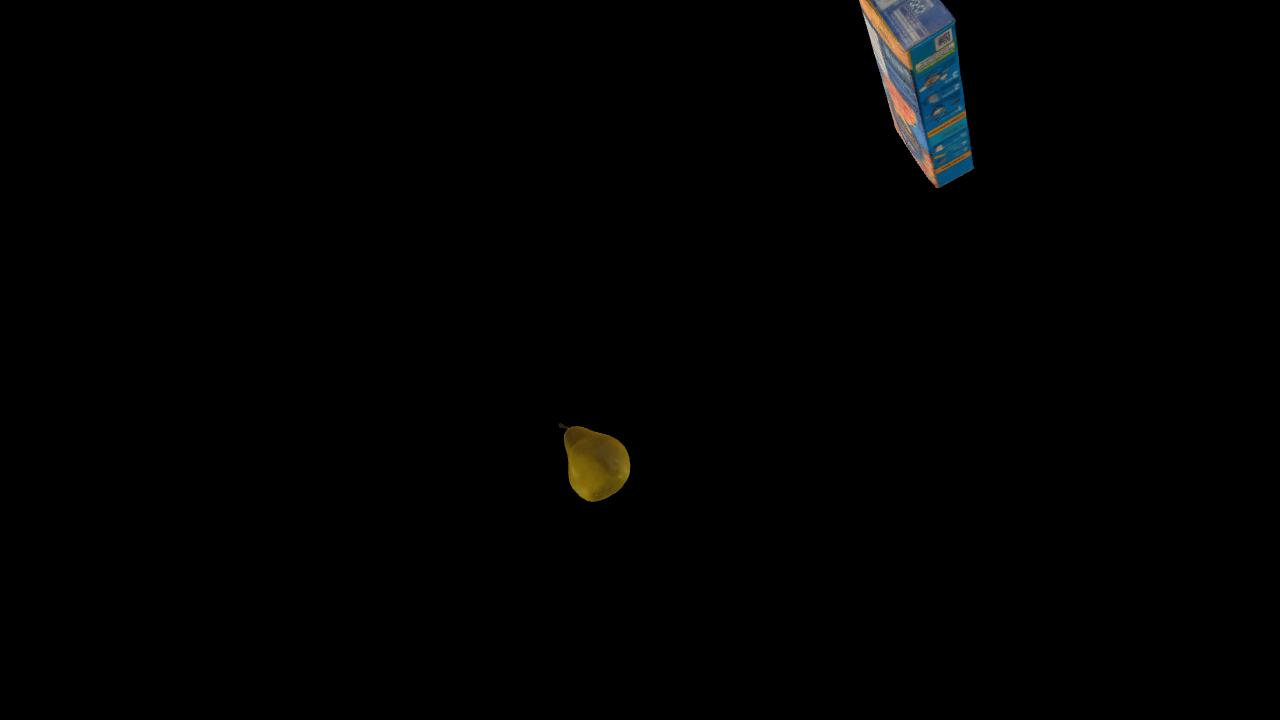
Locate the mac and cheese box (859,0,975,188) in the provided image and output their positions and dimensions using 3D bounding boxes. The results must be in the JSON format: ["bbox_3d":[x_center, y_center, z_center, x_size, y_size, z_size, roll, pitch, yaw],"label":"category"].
[{"bbox_3d":[0.233,-0.231,0.513,0.041,0.093,0.184,-29,-31,20],"label":"mac and cheese box"}]

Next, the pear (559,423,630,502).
[{"bbox_3d":[-0.060,0.107,0.724,0.080,0.111,0.080,-27,-25,-14],"label":"pear"}]
